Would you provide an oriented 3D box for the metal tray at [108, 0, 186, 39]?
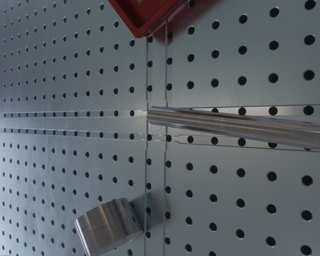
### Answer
[{"bbox_3d":[-0.008,-0.187,0.385,0.130,0.030,0.090,-34,95,37],"label":"metal tray"}]

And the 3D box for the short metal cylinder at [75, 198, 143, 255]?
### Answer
[{"bbox_3d":[-0.071,0.139,0.432,0.080,0.081,0.050,-42,65,32],"label":"short metal cylinder"}]

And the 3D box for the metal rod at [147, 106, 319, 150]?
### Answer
[{"bbox_3d":[0.106,0.001,0.321,0.300,0.025,0.025,9,96,39],"label":"metal rod"}]
